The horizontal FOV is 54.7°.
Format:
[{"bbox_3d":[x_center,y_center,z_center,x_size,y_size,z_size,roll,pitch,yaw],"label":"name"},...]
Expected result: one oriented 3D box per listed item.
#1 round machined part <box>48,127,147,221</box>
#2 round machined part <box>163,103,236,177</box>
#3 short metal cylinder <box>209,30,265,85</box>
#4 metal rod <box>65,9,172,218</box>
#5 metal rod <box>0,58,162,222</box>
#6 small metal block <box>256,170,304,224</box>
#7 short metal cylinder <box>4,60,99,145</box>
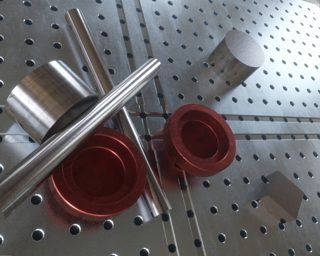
[{"bbox_3d":[-0.067,0.050,0.330,0.099,0.042,0.098,13,56,-20],"label":"round machined part"},{"bbox_3d":[0.048,0.019,0.411,0.099,0.042,0.098,14,56,-21],"label":"round machined part"},{"bbox_3d":[0.133,-0.122,0.538,0.081,0.050,0.080,14,56,-21],"label":"short metal cylinder"},{"bbox_3d":[-0.060,-0.032,0.394,0.025,0.025,0.299,-14,69,-34],"label":"metal rod"},{"bbox_3d":[-0.064,-0.017,0.334,0.025,0.025,0.301,39,37,-2],"label":"metal rod"},{"bbox_3d":[0.171,0.098,0.440,0.050,0.025,0.050,41,51,0],"label":"small metal block"},{"bbox_3d":[-0.112,-0.024,0.327,0.050,0.080,0.080,44,51,2],"label":"short metal cylinder"}]
